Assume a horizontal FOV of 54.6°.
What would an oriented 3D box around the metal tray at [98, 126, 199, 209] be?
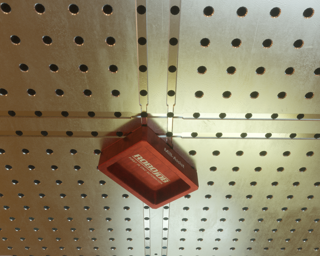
[{"bbox_3d":[-0.015,0.064,0.462,0.090,0.030,0.130,-31,124,24],"label":"metal tray"}]
